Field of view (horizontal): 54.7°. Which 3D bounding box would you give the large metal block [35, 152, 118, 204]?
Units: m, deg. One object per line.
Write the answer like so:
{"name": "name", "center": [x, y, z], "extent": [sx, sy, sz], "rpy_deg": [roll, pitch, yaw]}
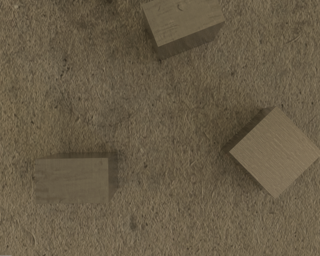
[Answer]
{"name": "large metal block", "center": [-0.097, 0.058, 0.382], "extent": [0.081, 0.080, 0.050], "rpy_deg": [-1, 90, 0]}

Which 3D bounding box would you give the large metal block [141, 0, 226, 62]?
{"name": "large metal block", "center": [0.026, -0.128, 0.382], "extent": [0.080, 0.080, 0.050], "rpy_deg": [-21, 90, 0]}

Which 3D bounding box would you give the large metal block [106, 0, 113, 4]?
{"name": "large metal block", "center": [-0.079, -0.224, 0.397], "extent": [0.080, 0.050, 0.080], "rpy_deg": [32, 90, 0]}

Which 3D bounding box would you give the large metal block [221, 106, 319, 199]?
{"name": "large metal block", "center": [0.140, 0.029, 0.398], "extent": [0.080, 0.050, 0.080], "rpy_deg": [-44, 90, 0]}
